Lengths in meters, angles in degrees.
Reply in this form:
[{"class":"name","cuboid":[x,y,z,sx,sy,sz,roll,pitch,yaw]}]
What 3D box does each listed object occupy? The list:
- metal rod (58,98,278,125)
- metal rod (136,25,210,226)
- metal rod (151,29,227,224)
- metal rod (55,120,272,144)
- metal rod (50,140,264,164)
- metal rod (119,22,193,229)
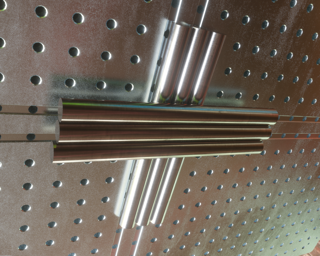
[{"class":"metal rod","cuboid":[0.032,-0.017,0.385,0.302,0.025,0.025,0,118,-29]},{"class":"metal rod","cuboid":[0.009,0.014,0.424,0.025,0.025,0.298,2,118,-29]},{"class":"metal rod","cuboid":[0.031,0.015,0.437,0.025,0.025,0.298,2,118,-29]},{"class":"metal rod","cuboid":[0.026,0.004,0.395,0.302,0.025,0.025,0,118,-29]},{"class":"metal rod","cuboid":[0.017,0.026,0.404,0.302,0.025,0.025,0,118,-29]},{"class":"metal rod","cuboid":[-0.013,0.014,0.412,0.025,0.025,0.298,2,118,-29]}]
